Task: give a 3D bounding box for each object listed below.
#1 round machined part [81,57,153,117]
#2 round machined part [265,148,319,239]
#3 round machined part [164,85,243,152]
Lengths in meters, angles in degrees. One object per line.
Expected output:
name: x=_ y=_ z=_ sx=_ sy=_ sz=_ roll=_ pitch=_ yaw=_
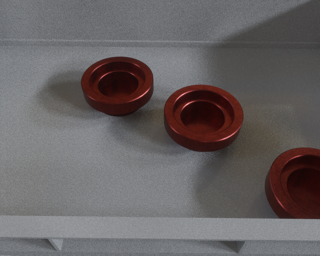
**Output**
round machined part: x=-0.058 y=-0.055 z=0.439 sx=0.099 sy=0.042 sz=0.098 roll=0 pitch=50 yaw=0
round machined part: x=0.163 y=0.072 z=0.334 sx=0.099 sy=0.042 sz=0.098 roll=0 pitch=50 yaw=0
round machined part: x=0.054 y=-0.008 z=0.401 sx=0.099 sy=0.042 sz=0.098 roll=0 pitch=50 yaw=0
